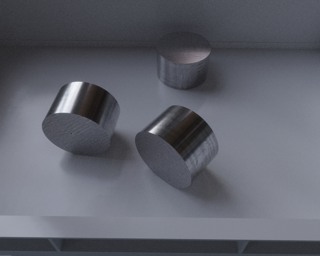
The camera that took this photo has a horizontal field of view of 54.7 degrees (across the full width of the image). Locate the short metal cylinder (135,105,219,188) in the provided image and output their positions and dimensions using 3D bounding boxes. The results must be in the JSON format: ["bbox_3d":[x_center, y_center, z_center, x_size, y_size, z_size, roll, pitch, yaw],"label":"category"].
[{"bbox_3d":[0.018,0.021,0.351,0.080,0.080,0.050,33,58,24],"label":"short metal cylinder"}]

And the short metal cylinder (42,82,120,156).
[{"bbox_3d":[-0.094,-0.010,0.377,0.080,0.080,0.050,6,51,5],"label":"short metal cylinder"}]

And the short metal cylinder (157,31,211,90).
[{"bbox_3d":[0.035,-0.105,0.477,0.080,0.050,0.080,0,50,0],"label":"short metal cylinder"}]
